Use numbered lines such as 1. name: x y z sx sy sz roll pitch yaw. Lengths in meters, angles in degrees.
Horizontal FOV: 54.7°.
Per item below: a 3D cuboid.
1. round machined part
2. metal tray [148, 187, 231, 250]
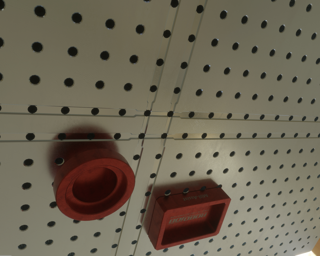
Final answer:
1. round machined part: -0.085 0.067 0.395 0.099 0.042 0.097 -14 124 -21
2. metal tray: 0.051 0.154 0.530 0.131 0.030 0.089 -3 120 -27
